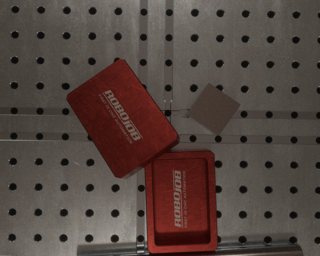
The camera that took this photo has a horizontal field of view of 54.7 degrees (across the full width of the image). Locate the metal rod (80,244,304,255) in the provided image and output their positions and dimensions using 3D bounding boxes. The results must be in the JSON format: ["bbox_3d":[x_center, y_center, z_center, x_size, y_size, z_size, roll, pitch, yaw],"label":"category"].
[{"bbox_3d":[0.037,0.176,0.414,0.302,0.025,0.025,-3,90,-1],"label":"metal rod"}]

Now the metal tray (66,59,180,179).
[{"bbox_3d":[-0.047,-0.012,0.394,0.090,0.030,0.130,-35,76,-1],"label":"metal tray"}]

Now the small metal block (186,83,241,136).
[{"bbox_3d":[0.070,-0.024,0.414,0.050,0.025,0.050,35,90,-1],"label":"small metal block"}]

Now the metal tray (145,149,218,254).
[{"bbox_3d":[0.027,0.095,0.411,0.091,0.030,0.129,-2,90,-1],"label":"metal tray"}]
